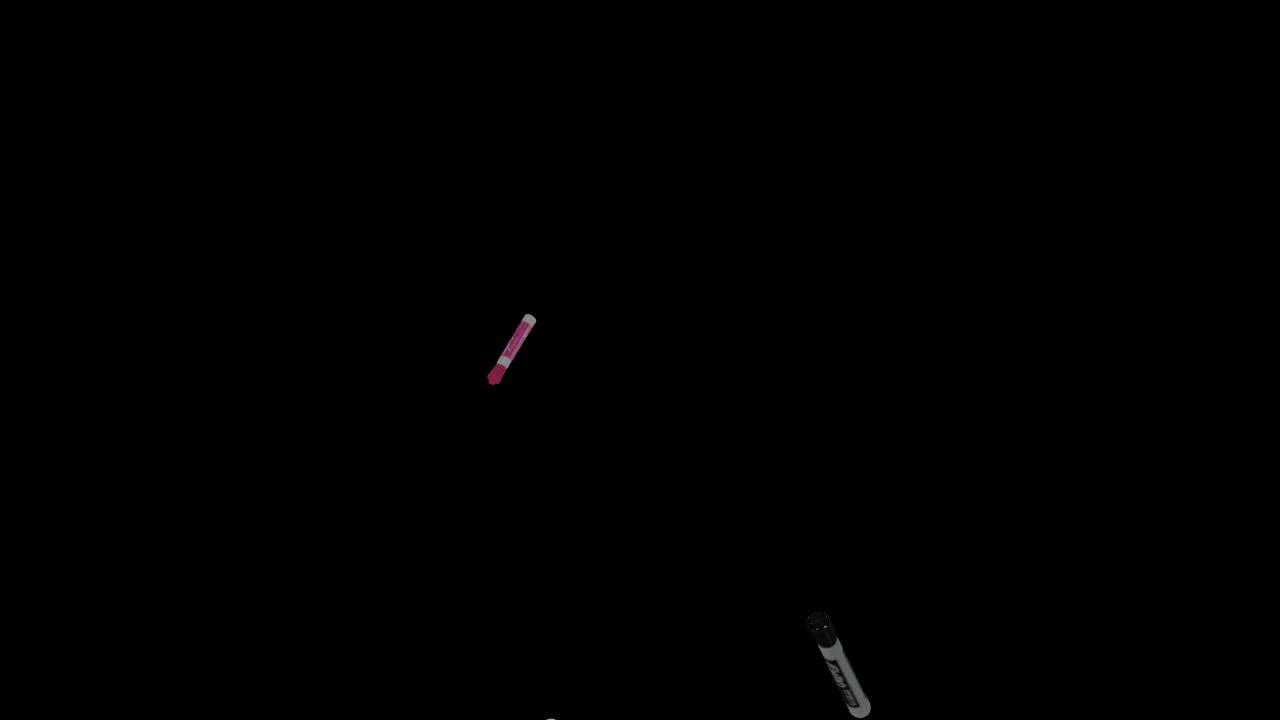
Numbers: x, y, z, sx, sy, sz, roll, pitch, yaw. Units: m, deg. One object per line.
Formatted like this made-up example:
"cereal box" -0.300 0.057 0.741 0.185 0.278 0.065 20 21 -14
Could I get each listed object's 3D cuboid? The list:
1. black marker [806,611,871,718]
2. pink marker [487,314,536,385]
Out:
"black marker" 0.161 0.246 0.497 0.020 0.121 0.020 -23 24 11
"pink marker" -0.180 -0.015 0.865 0.020 0.121 0.020 17 -33 11
